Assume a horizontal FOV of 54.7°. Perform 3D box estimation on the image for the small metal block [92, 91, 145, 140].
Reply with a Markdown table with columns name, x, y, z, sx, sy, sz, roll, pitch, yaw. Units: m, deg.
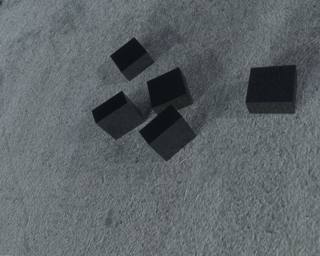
| name | x | y | z | sx | sy | sz | roll | pitch | yaw |
| --- | --- | --- | --- | --- | --- | --- | --- | --- | --- |
| small metal block | -0.057 | -0.016 | 0.428 | 0.050 | 0.050 | 0.025 | -33 | 52 | 7 |

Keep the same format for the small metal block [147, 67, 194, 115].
| name | x | y | z | sx | sy | sz | roll | pitch | yaw |
| --- | --- | --- | --- | --- | --- | --- | --- | --- | --- |
| small metal block | 0.013 | -0.049 | 0.427 | 0.050 | 0.025 | 0.050 | -22 | 53 | 14 |

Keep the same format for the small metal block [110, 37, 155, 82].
| name | x | y | z | sx | sy | sz | roll | pitch | yaw |
| --- | --- | --- | --- | --- | --- | --- | --- | --- | --- |
| small metal block | -0.045 | -0.110 | 0.495 | 0.050 | 0.025 | 0.050 | -37 | 51 | 3 |

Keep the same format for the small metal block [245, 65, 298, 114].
| name | x | y | z | sx | sy | sz | roll | pitch | yaw |
| --- | --- | --- | --- | --- | --- | --- | --- | --- | --- |
| small metal block | 0.131 | -0.044 | 0.362 | 0.050 | 0.025 | 0.050 | 2 | 62 | 29 |

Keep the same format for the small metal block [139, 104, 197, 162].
| name | x | y | z | sx | sy | sz | roll | pitch | yaw |
| --- | --- | --- | --- | --- | --- | --- | --- | --- | --- |
| small metal block | 0.011 | 0.007 | 0.378 | 0.050 | 0.050 | 0.025 | -41 | 51 | 1 |
